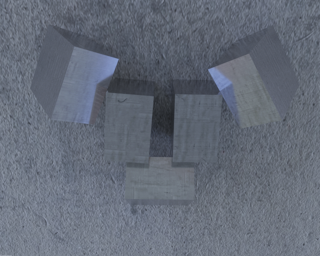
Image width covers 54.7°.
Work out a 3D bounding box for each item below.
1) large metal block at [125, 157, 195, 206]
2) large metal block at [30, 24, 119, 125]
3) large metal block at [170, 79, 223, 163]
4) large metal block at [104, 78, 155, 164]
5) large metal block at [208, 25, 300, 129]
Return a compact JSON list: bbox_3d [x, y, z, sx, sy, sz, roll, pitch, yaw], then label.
[{"bbox_3d":[0.000,0.071,0.401,0.081,0.080,0.050,1,71,-1],"label":"large metal block"},{"bbox_3d":[-0.100,-0.060,0.349,0.050,0.080,0.079,7,115,-42],"label":"large metal block"},{"bbox_3d":[0.040,-0.012,0.378,0.050,0.080,0.079,1,110,-1],"label":"large metal block"},{"bbox_3d":[-0.035,-0.012,0.377,0.050,0.080,0.079,5,110,-2],"label":"large metal block"},{"bbox_3d":[0.111,-0.058,0.355,0.050,0.080,0.080,-15,114,45],"label":"large metal block"}]
